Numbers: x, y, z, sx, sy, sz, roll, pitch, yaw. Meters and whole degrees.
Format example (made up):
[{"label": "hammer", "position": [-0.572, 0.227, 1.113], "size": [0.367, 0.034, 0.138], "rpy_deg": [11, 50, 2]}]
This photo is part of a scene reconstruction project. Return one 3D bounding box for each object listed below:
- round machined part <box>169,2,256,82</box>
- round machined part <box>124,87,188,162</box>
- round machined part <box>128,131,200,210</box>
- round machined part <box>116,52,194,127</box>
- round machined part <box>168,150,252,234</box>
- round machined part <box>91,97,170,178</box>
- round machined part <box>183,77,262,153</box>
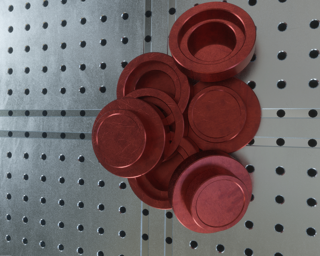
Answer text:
[{"label": "round machined part", "position": [0.062, -0.097, 0.370], "size": [0.098, 0.042, 0.098], "rpy_deg": [-4, 68, 11]}, {"label": "round machined part", "position": [-0.010, -0.002, 0.407], "size": [0.098, 0.042, 0.097], "rpy_deg": [0, 90, 20]}, {"label": "round machined part", "position": [0.010, 0.051, 0.400], "size": [0.098, 0.042, 0.097], "rpy_deg": [0, 90, 20]}, {"label": "round machined part", "position": [-0.004, -0.046, 0.405], "size": [0.098, 0.042, 0.097], "rpy_deg": [0, 90, 20]}, {"label": "round machined part", "position": [0.062, 0.078, 0.356], "size": [0.099, 0.042, 0.097], "rpy_deg": [-3, 103, -12]}, {"label": "round machined part", "position": [-0.041, 0.012, 0.373], "size": [0.098, 0.042, 0.097], "rpy_deg": [0, 90, 20]}, {"label": "round machined part", "position": [0.072, -0.016, 0.378], "size": [0.098, 0.042, 0.097], "rpy_deg": [0, 90, 20]}]
